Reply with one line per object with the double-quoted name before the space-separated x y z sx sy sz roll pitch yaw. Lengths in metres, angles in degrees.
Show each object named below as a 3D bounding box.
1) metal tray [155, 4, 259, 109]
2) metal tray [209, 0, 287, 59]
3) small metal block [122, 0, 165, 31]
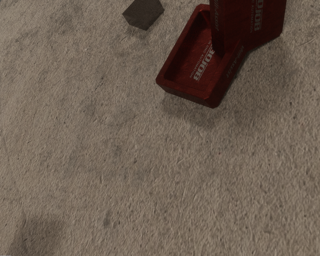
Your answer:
"metal tray" 0.062 -0.099 0.414 0.090 0.030 0.130 25 83 37
"metal tray" 0.104 -0.153 0.362 0.090 0.129 0.030 -28 51 -10
"small metal block" -0.029 -0.203 0.542 0.050 0.025 0.050 34 80 38
